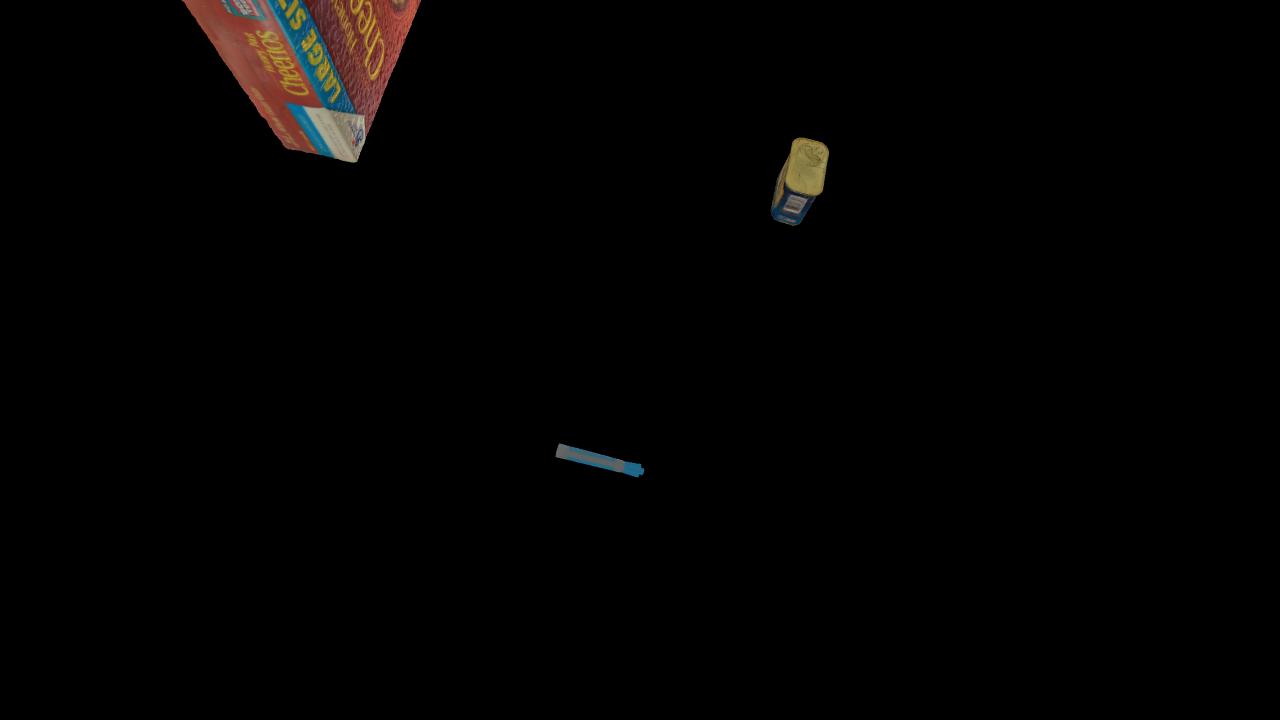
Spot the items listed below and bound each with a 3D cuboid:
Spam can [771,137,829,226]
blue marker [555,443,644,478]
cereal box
[{"bbox_3d":[0.241,-0.270,0.939,0.058,0.101,0.085,16,-22,0],"label":"Spam can"},{"bbox_3d":[-0.053,0.136,0.828,0.121,0.020,0.020,16,-2,-8],"label":"blue marker"},{"bbox_3d":[-0.250,-0.351,0.508,0.081,0.306,0.203,11,-20,-2],"label":"cereal box"}]
